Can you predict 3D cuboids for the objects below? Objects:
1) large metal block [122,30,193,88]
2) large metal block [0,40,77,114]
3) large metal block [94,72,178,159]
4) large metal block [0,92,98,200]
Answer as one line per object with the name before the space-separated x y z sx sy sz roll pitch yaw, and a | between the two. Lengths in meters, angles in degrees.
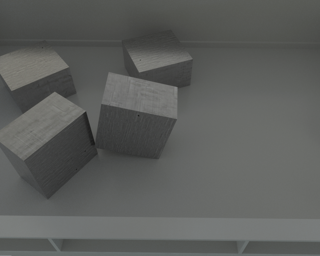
large metal block | -0.005 -0.099 0.472 0.081 0.050 0.080 -17 52 -14
large metal block | -0.181 -0.074 0.450 0.081 0.050 0.080 -30 56 -23
large metal block | -0.030 -0.012 0.368 0.081 0.079 0.050 11 50 -10
large metal block | -0.123 0.020 0.351 0.050 0.080 0.080 30 56 23
